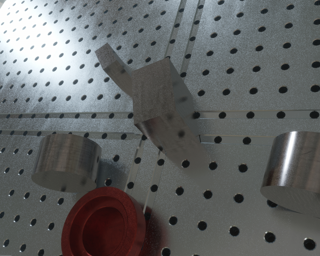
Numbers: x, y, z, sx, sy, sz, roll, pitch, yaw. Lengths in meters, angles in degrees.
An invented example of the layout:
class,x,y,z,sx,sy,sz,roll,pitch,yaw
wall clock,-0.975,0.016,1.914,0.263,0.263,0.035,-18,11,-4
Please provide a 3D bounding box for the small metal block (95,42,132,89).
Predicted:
class,x,y,z,sx,sy,sz,roll,pitch,yaw
small metal block,-0.073,-0.099,0.491,0.025,0.050,0.050,-34,51,6

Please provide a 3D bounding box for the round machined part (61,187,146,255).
class,x,y,z,sx,sy,sz,roll,pitch,yaw
round machined part,-0.060,0.121,0.355,0.098,0.042,0.098,-13,56,21

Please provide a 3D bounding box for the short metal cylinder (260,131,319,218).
class,x,y,z,sx,sy,sz,roll,pitch,yaw
short metal cylinder,0.136,0.044,0.275,0.080,0.080,0.050,9,67,32

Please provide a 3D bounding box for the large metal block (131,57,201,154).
class,x,y,z,sx,sy,sz,roll,pitch,yaw
large metal block,0.008,-0.025,0.385,0.050,0.080,0.080,-18,55,18

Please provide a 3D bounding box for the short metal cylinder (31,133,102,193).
class,x,y,z,sx,sy,sz,roll,pitch,yaw
short metal cylinder,-0.120,0.048,0.407,0.080,0.080,0.050,-11,57,22
